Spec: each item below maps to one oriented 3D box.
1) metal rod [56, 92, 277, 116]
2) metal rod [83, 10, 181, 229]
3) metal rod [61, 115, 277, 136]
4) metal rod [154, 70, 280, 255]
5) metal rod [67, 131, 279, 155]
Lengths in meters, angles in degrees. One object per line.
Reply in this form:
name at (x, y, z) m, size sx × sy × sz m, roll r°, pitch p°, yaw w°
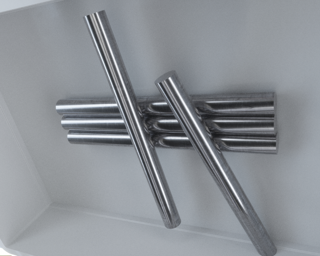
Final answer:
metal rod at (-0.012, -0.028, 0.395) m, size 0.301 × 0.025 × 0.025 m, roll 1°, pitch 119°, yaw 27°
metal rod at (-0.027, 0.007, 0.391) m, size 0.025 × 0.025 × 0.298 m, roll -5°, pitch 116°, yaw 30°
metal rod at (-0.008, -0.007, 0.406) m, size 0.301 × 0.025 × 0.025 m, roll 1°, pitch 119°, yaw 27°
metal rod at (0.080, 0.063, 0.377) m, size 0.025 × 0.025 × 0.299 m, roll -17°, pitch 117°, yaw 34°
metal rod at (-0.002, 0.015, 0.416) m, size 0.301 × 0.025 × 0.025 m, roll 1°, pitch 119°, yaw 27°
